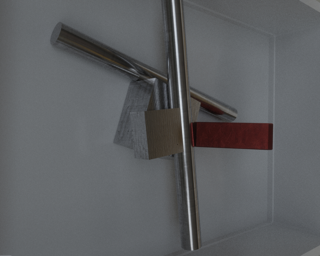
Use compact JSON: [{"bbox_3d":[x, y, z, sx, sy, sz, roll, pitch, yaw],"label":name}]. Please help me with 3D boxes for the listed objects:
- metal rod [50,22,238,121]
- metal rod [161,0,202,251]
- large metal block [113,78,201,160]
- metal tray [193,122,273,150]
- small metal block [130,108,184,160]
[{"bbox_3d":[0.005,-0.059,0.411,0.302,0.025,0.025,19,78,-39],"label":"metal rod"},{"bbox_3d":[0.026,-0.006,0.363,0.025,0.025,0.298,-8,96,-40],"label":"metal rod"},{"bbox_3d":[-0.002,-0.008,0.389,0.080,0.050,0.080,23,76,-38],"label":"large metal block"},{"bbox_3d":[0.102,0.009,0.416,0.130,0.090,0.030,1,90,-72],"label":"metal tray"},{"bbox_3d":[-0.003,0.005,0.339,0.050,0.025,0.050,-9,95,-40],"label":"small metal block"}]
